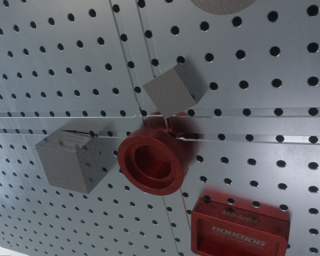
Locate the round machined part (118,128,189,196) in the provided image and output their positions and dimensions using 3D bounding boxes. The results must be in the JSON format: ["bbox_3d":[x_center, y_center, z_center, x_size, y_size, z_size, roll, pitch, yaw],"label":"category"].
[{"bbox_3d":[-0.006,0.042,0.430,0.098,0.042,0.097,13,124,21],"label":"round machined part"}]

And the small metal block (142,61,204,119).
[{"bbox_3d":[0.016,-0.045,0.375,0.050,0.025,0.050,-25,105,36],"label":"small metal block"}]

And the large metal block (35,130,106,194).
[{"bbox_3d":[-0.143,0.054,0.504,0.080,0.050,0.079,7,122,24],"label":"large metal block"}]

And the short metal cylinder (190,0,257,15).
[{"bbox_3d":[0.062,-0.146,0.272,0.080,0.050,0.079,13,124,21],"label":"short metal cylinder"}]

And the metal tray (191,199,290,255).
[{"bbox_3d":[0.111,0.160,0.448,0.130,0.030,0.089,11,123,22],"label":"metal tray"}]
